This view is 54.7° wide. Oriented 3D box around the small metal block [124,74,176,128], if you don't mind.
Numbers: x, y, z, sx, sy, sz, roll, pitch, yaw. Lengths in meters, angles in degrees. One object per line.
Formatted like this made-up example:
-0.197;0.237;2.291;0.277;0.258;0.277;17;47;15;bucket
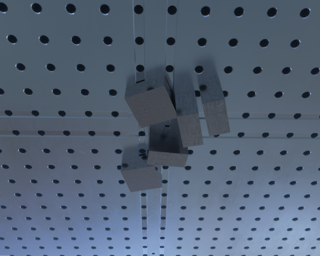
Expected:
-0.010;-0.032;0.384;0.050;0.025;0.050;-17;129;13;small metal block

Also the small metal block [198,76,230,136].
0.065;-0.027;0.374;0.025;0.050;0.050;-12;129;9;small metal block

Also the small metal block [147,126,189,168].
0.009;0.024;0.416;0.050;0.050;0.025;6;130;-5;small metal block

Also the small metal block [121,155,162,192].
-0.027;0.069;0.470;0.050;0.025;0.050;-11;130;8;small metal block

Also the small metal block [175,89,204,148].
0.036;-0.012;0.386;0.025;0.050;0.050;-9;130;7;small metal block
